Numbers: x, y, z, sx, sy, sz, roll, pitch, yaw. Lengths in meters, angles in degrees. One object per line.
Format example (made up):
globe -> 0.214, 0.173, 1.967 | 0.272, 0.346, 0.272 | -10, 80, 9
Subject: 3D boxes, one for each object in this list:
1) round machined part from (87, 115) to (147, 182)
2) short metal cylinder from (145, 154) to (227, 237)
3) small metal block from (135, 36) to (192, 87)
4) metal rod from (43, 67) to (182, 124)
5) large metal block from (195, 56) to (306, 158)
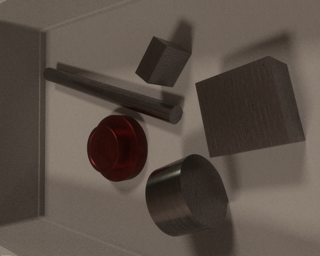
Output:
round machined part -> -0.068, 0.030, 0.450 | 0.098, 0.042, 0.097 | 0, 90, 39
short metal cylinder -> 0.030, 0.075, 0.344 | 0.050, 0.081, 0.080 | -28, 73, 36
small metal block -> 0.005, -0.081, 0.385 | 0.025, 0.050, 0.050 | 44, 116, 31
metal rod -> -0.092, -0.058, 0.479 | 0.300, 0.025, 0.025 | 20, 103, 37
large metal block -> 0.090, -0.017, 0.315 | 0.080, 0.050, 0.080 | -16, 80, 38
